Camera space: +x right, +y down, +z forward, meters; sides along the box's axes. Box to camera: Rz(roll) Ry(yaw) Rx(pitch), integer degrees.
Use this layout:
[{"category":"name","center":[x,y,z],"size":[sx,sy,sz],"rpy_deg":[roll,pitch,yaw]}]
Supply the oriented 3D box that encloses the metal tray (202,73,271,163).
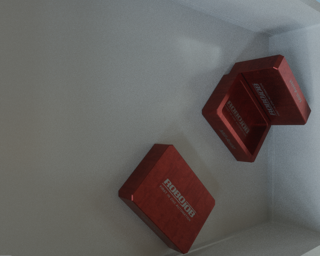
[{"category":"metal tray","center":[0.132,-0.015,0.516],"size":[0.130,0.030,0.090],"rpy_deg":[49,61,-29]}]

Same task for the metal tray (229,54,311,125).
[{"category":"metal tray","center":[0.185,-0.058,0.522],"size":[0.130,0.090,0.030],"rpy_deg":[49,61,-29]}]

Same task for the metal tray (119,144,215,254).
[{"category":"metal tray","center":[0.015,0.095,0.418],"size":[0.090,0.030,0.130],"rpy_deg":[-52,121,-27]}]
